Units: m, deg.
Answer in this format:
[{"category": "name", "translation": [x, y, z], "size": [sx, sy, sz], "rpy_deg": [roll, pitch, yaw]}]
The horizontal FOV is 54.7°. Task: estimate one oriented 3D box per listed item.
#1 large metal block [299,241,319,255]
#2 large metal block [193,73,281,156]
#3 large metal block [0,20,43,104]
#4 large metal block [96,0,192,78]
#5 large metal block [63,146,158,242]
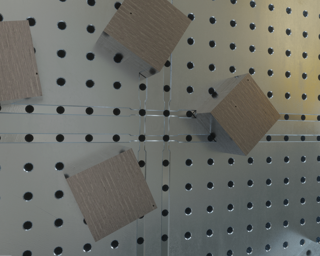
[{"category": "large metal block", "translation": [0.257, 0.247, 0.497], "size": [0.080, 0.050, 0.080], "rpy_deg": [-37, 102, -17]}, {"category": "large metal block", "translation": [0.109, -0.018, 0.441], "size": [0.080, 0.050, 0.080], "rpy_deg": [-45, 104, -15]}, {"category": "large metal block", "translation": [-0.176, -0.066, 0.334], "size": [0.081, 0.050, 0.079], "rpy_deg": [-11, 94, -20]}, {"category": "large metal block", "translation": [-0.021, -0.123, 0.392], "size": [0.080, 0.050, 0.080], "rpy_deg": [34, 79, -17]}, {"category": "large metal block", "translation": [-0.061, 0.076, 0.378], "size": [0.081, 0.050, 0.080], "rpy_deg": [-25, 99, -19]}]
